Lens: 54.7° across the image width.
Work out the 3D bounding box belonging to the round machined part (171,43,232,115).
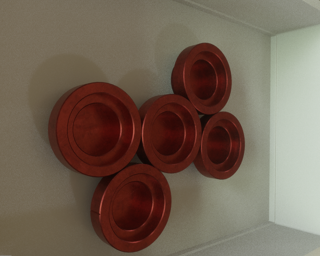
[{"bbox_3d":[0.054,-0.067,0.437,0.099,0.042,0.097,0,90,-40],"label":"round machined part"}]

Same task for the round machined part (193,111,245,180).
[{"bbox_3d":[0.079,0.025,0.458,0.099,0.042,0.097,0,90,-40],"label":"round machined part"}]

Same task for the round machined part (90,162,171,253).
[{"bbox_3d":[-0.037,0.089,0.361,0.099,0.042,0.097,0,90,-40],"label":"round machined part"}]

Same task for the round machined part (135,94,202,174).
[{"bbox_3d":[0.005,0.007,0.395,0.099,0.042,0.097,0,90,-40],"label":"round machined part"}]

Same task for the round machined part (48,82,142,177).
[{"bbox_3d":[-0.072,0.001,0.332,0.099,0.042,0.097,0,90,-40],"label":"round machined part"}]
